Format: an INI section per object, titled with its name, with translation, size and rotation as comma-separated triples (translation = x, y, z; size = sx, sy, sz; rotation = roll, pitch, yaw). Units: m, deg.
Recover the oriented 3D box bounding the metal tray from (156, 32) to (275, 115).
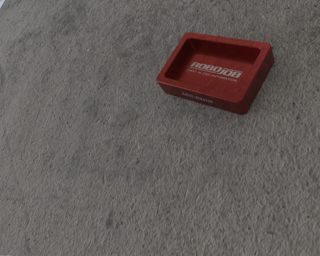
[metal tray]
translation = 0.070, -0.077, 0.411
size = 0.130, 0.030, 0.090
rotation = 21, 73, 36
